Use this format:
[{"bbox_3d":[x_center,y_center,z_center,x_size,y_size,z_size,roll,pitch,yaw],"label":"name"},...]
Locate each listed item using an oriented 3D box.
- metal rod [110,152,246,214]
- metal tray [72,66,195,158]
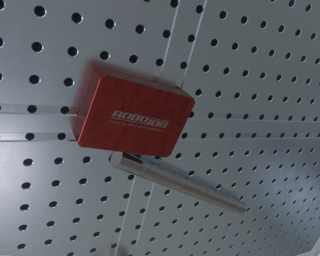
[{"bbox_3d":[0.048,0.096,0.496,0.301,0.025,0.025,28,103,-38],"label":"metal rod"},{"bbox_3d":[-0.030,-0.014,0.383,0.131,0.030,0.089,11,113,-33],"label":"metal tray"}]
